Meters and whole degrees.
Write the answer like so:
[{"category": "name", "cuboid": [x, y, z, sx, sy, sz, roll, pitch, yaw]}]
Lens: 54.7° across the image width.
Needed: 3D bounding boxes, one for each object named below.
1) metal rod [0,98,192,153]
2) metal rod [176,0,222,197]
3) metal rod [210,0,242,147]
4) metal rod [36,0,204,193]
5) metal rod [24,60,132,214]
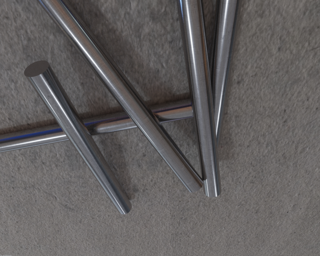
[{"category": "metal rod", "cuboid": [-0.106, 0.001, 0.406, 0.301, 0.025, 0.025, -10, 130, 8]}, {"category": "metal rod", "cuboid": [0.048, -0.034, 0.356, 0.025, 0.025, 0.298, -8, 123, 6]}, {"category": "metal rod", "cuboid": [0.068, -0.093, 0.329, 0.025, 0.025, 0.298, -1, 130, 0]}, {"category": "metal rod", "cuboid": [-0.033, -0.030, 0.354, 0.025, 0.025, 0.300, -27, 118, 20]}, {"category": "metal rod", "cuboid": [-0.089, 0.038, 0.410, 0.025, 0.025, 0.299, -9, 138, 7]}]
